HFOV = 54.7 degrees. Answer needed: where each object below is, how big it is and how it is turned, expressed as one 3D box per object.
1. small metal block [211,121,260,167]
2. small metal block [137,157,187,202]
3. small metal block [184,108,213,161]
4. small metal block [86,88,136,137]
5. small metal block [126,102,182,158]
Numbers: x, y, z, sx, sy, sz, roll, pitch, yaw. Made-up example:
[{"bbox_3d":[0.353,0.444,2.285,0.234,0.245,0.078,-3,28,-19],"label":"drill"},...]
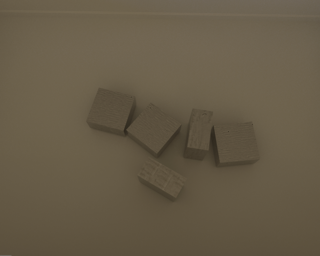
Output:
[{"bbox_3d":[0.096,0.021,0.401,0.050,0.025,0.050,-5,70,-3],"label":"small metal block"},{"bbox_3d":[0.002,0.063,0.371,0.050,0.050,0.025,29,74,9],"label":"small metal block"},{"bbox_3d":[0.048,0.009,0.392,0.025,0.050,0.050,9,70,2],"label":"small metal block"},{"bbox_3d":[-0.064,-0.021,0.414,0.050,0.025,0.050,14,71,5],"label":"small metal block"},{"bbox_3d":[-0.008,0.003,0.406,0.050,0.025,0.050,37,74,12],"label":"small metal block"}]
